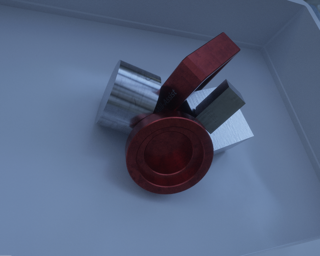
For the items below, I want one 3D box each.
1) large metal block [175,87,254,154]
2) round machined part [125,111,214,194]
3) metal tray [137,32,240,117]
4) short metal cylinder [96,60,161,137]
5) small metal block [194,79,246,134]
[{"bbox_3d":[0.066,-0.006,0.419,0.081,0.050,0.080,-15,74,-34],"label":"large metal block"},{"bbox_3d":[0.009,0.025,0.360,0.099,0.097,0.042,19,19,-18],"label":"round machined part"},{"bbox_3d":[0.032,-0.053,0.387,0.030,0.129,0.091,47,51,3],"label":"metal tray"},{"bbox_3d":[-0.039,-0.034,0.369,0.050,0.080,0.080,21,54,-17],"label":"short metal cylinder"},{"bbox_3d":[0.067,-0.026,0.354,0.025,0.050,0.050,44,19,-7],"label":"small metal block"}]
